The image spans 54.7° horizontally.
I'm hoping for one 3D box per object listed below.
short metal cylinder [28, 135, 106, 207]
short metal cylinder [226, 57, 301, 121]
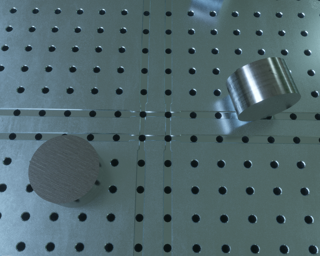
[{"bbox_3d":[-0.110,0.054,0.377,0.081,0.050,0.080,0,70,-1],"label":"short metal cylinder"},{"bbox_3d":[0.132,-0.048,0.402,0.081,0.080,0.050,-13,71,-5],"label":"short metal cylinder"}]
